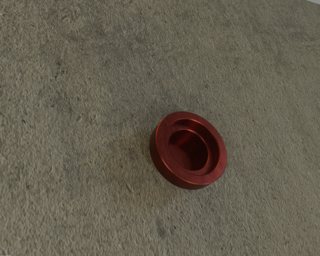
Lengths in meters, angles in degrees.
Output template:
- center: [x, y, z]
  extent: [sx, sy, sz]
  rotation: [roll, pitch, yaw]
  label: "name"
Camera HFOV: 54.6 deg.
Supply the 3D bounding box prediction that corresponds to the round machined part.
- center: [0.031, 0.031, 0.390]
  extent: [0.099, 0.042, 0.098]
  rotation: [13, 56, -21]
  label: "round machined part"
